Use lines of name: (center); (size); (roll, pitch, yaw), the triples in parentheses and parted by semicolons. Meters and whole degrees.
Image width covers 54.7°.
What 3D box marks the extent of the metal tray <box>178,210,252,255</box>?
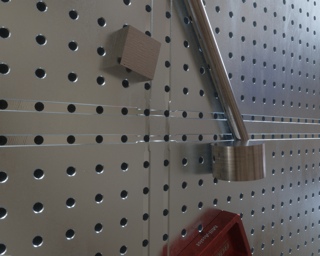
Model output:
metal tray: (0.086, 0.202, 0.477); (0.131, 0.030, 0.090); (-31, 110, -36)

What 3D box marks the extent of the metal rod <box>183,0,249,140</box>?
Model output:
metal rod: (0.081, -0.108, 0.476); (0.025, 0.025, 0.299); (-37, 113, -34)

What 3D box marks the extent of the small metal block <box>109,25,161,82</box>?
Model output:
small metal block: (-0.030, -0.090, 0.384); (0.050, 0.025, 0.050); (20, 78, -38)

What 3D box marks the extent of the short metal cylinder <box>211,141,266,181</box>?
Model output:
short metal cylinder: (0.119, 0.048, 0.473); (0.081, 0.080, 0.050); (-6, 94, -40)
